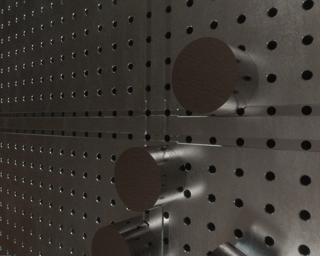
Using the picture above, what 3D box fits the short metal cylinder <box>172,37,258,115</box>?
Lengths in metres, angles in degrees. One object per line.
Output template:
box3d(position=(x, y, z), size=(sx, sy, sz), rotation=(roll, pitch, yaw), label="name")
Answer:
box3d(position=(0.060, -0.055, 0.342), size=(0.080, 0.050, 0.079), rotation=(0, 90, 39), label="short metal cylinder")

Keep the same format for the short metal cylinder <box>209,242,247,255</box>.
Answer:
box3d(position=(0.069, 0.166, 0.316), size=(0.050, 0.081, 0.079), rotation=(31, 109, 35), label="short metal cylinder")

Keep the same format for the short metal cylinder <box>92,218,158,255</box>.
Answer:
box3d(position=(-0.050, 0.172, 0.432), size=(0.080, 0.050, 0.079), rotation=(0, 90, 39), label="short metal cylinder")

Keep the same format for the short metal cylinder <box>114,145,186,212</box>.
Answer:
box3d(position=(-0.013, 0.063, 0.402), size=(0.080, 0.050, 0.079), rotation=(0, 90, 39), label="short metal cylinder")
